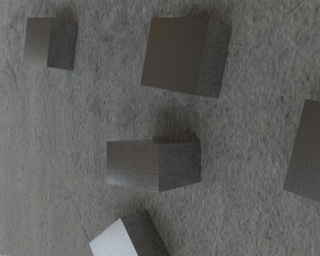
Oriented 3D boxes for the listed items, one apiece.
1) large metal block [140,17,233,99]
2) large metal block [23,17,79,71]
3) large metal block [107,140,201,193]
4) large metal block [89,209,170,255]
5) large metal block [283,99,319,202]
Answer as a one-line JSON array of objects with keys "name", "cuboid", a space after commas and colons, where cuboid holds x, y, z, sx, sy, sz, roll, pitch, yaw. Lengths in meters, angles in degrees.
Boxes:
[{"name": "large metal block", "cuboid": [0.029, -0.082, 0.363, 0.080, 0.050, 0.079, 16, 100, 38]}, {"name": "large metal block", "cuboid": [-0.193, -0.147, 0.545, 0.080, 0.050, 0.079, 15, 100, 38]}, {"name": "large metal block", "cuboid": [-0.006, 0.041, 0.373, 0.080, 0.081, 0.050, 1, 91, 39]}, {"name": "large metal block", "cuboid": [-0.041, 0.170, 0.420, 0.080, 0.050, 0.080, -44, 64, 30]}, {"name": "large metal block", "cuboid": [0.159, 0.024, 0.257, 0.080, 0.050, 0.079, 17, 101, 38]}]
